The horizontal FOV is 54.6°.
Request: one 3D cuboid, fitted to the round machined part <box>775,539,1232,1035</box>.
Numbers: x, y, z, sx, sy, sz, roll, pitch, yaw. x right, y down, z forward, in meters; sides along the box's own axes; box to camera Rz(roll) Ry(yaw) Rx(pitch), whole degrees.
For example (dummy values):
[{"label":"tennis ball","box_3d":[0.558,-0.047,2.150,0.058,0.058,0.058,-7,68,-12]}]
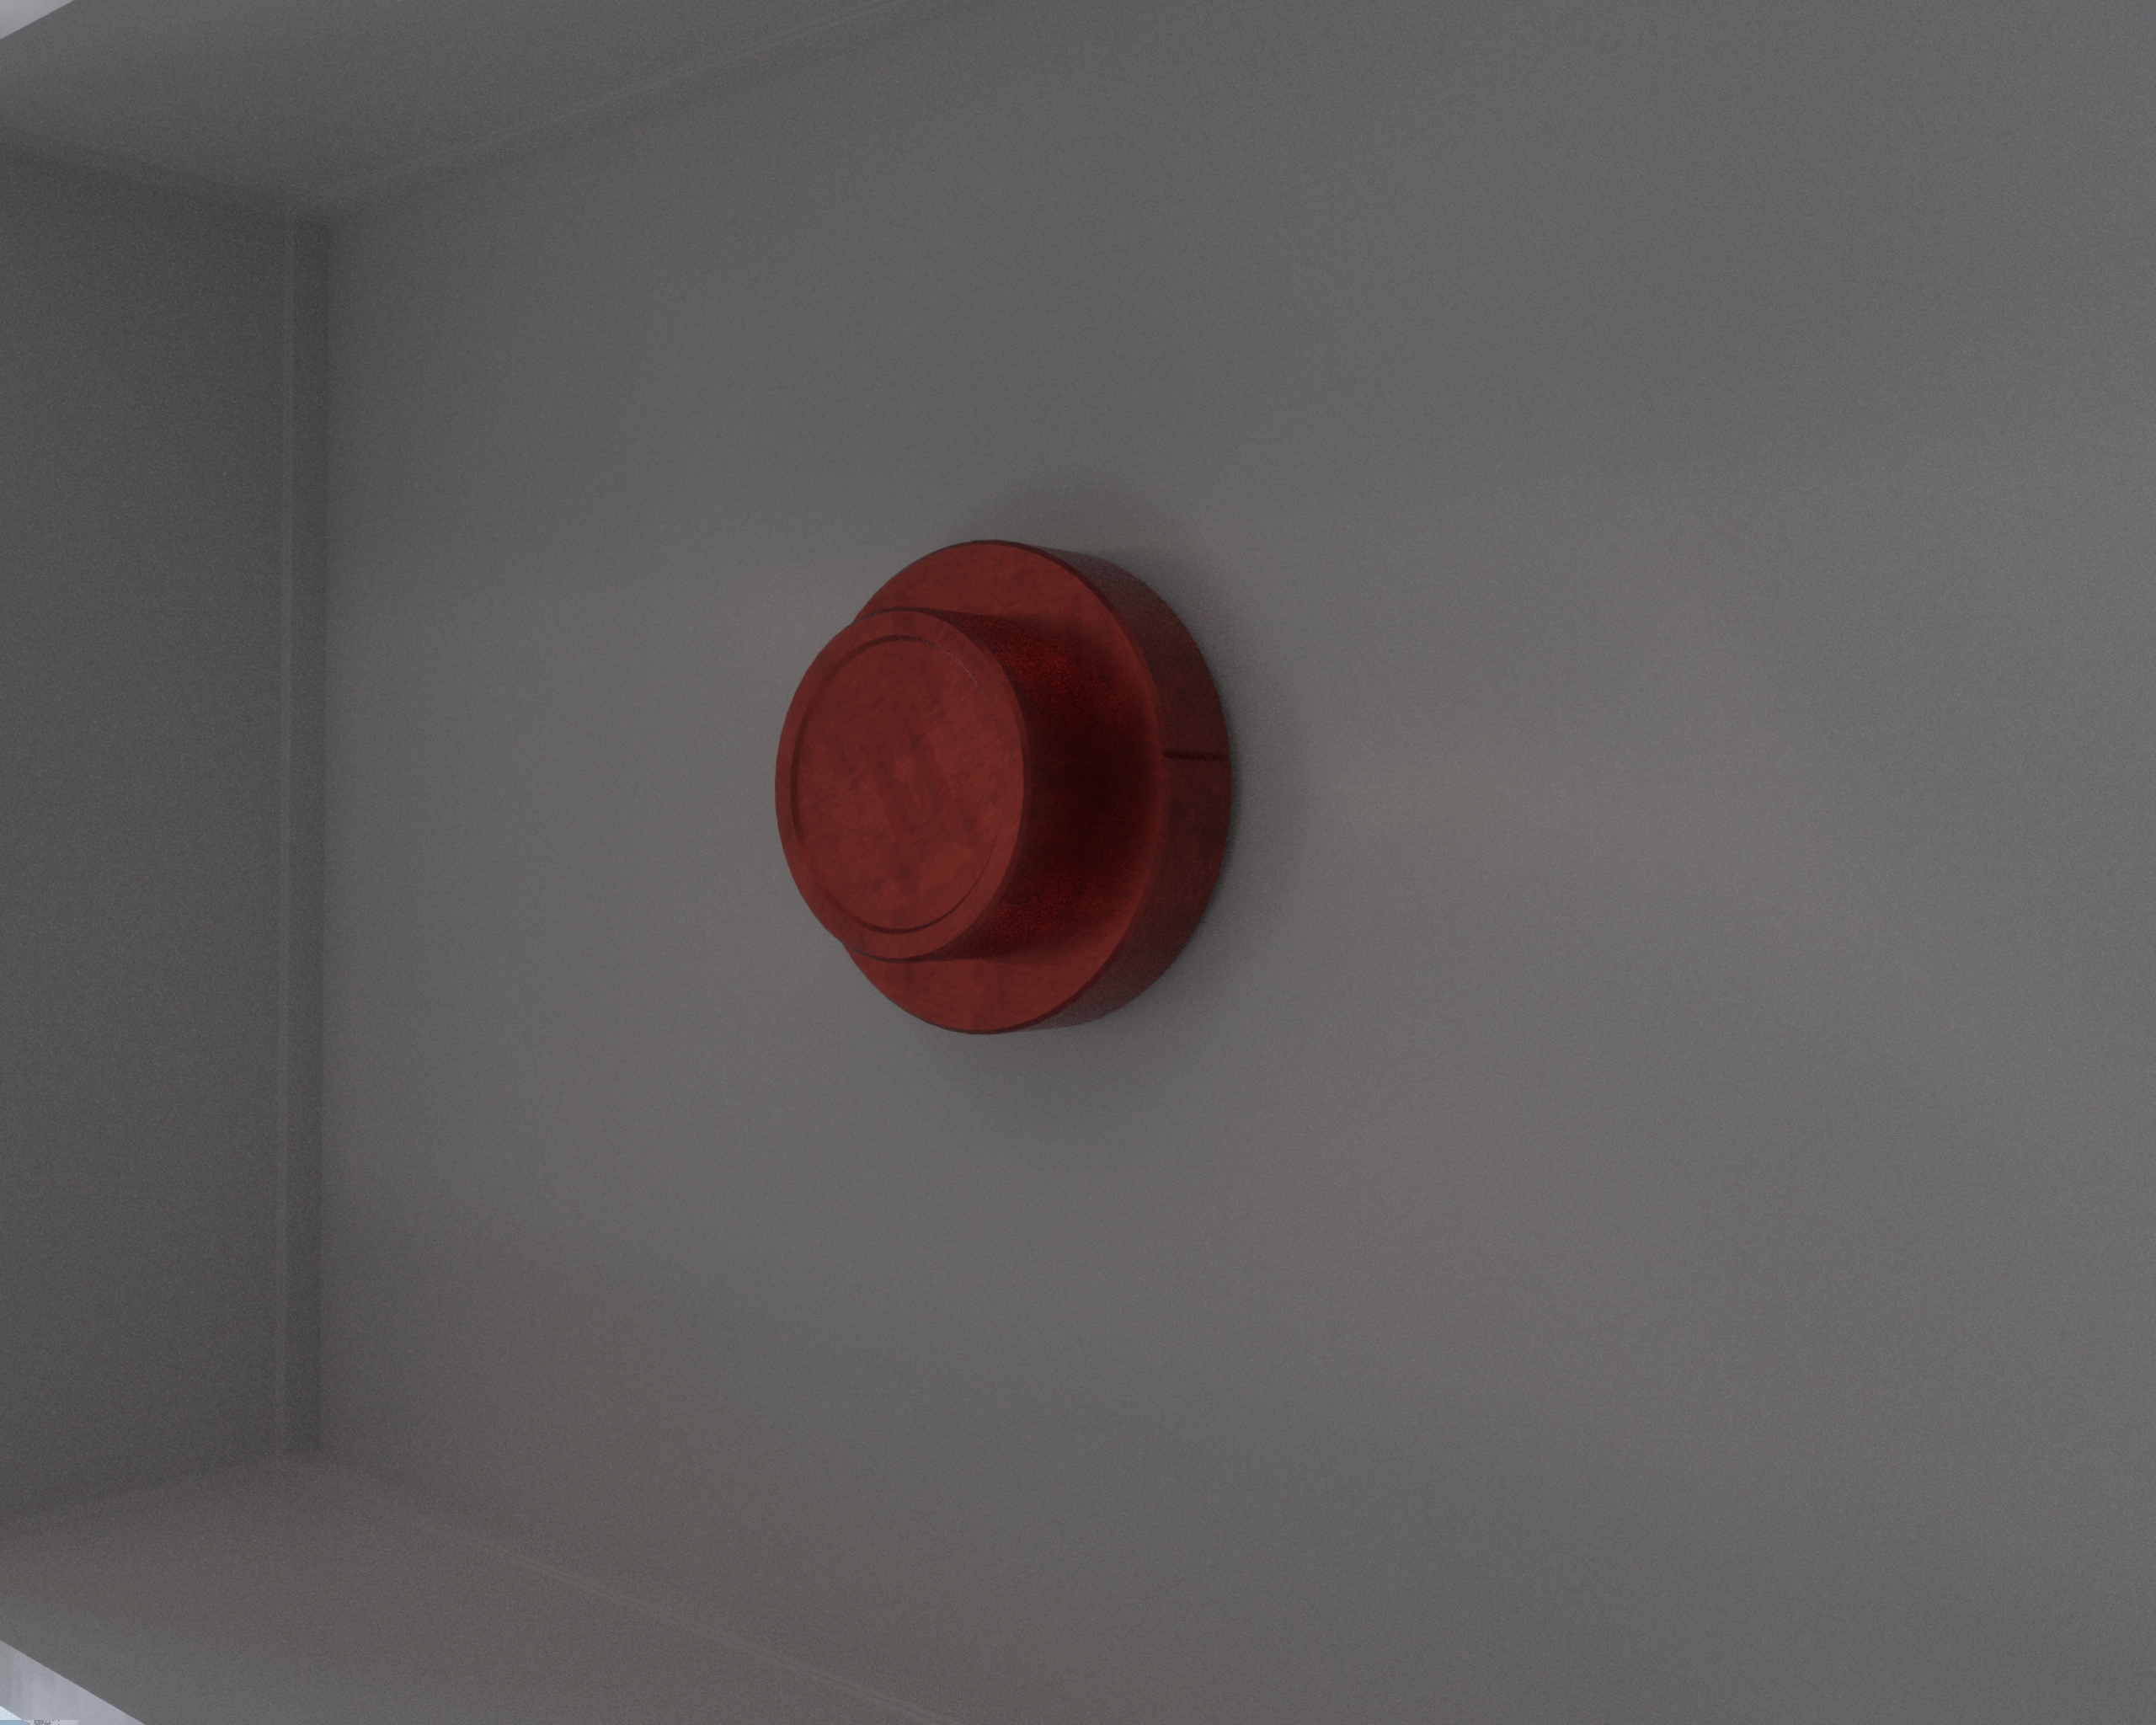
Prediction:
[{"label":"round machined part","box_3d":[-0.021,-0.015,0.411,0.098,0.042,0.097,0,90,40]}]
